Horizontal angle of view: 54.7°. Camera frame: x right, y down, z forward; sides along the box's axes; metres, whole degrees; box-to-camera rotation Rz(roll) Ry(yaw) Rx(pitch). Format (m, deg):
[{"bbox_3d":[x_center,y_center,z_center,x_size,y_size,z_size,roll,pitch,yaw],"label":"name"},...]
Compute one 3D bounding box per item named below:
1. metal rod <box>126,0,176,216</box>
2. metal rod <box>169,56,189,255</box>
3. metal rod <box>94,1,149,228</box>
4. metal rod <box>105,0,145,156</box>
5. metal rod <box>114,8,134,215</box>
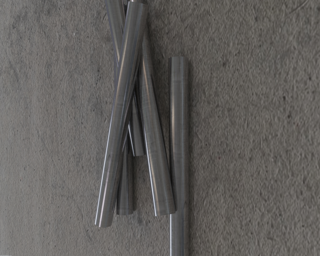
[{"bbox_3d":[-0.015,-0.042,0.399,0.025,0.025,0.299,-20,72,38],"label":"metal rod"},{"bbox_3d":[0.024,0.063,0.385,0.025,0.025,0.298,0,90,40],"label":"metal rod"},{"bbox_3d":[-0.053,-0.007,0.407,0.025,0.025,0.298,22,107,38],"label":"metal rod"},{"bbox_3d":[-0.051,-0.110,0.424,0.025,0.025,0.298,-10,91,39],"label":"metal rod"},{"bbox_3d":[-0.053,-0.027,0.448,0.025,0.025,0.298,-2,89,40],"label":"metal rod"}]
